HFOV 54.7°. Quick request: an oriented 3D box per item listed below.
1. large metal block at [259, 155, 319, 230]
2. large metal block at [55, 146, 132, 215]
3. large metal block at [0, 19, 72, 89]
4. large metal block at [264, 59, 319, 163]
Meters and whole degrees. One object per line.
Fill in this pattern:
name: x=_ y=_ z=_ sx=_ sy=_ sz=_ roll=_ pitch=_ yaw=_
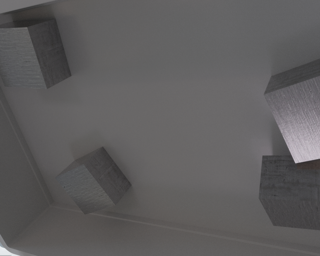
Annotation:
large metal block: x=0.158 y=0.071 z=0.333 sx=0.080 sy=0.050 sz=0.080 roll=-4 pitch=143 yaw=30
large metal block: x=-0.108 y=0.087 z=0.503 sx=0.080 sy=0.050 sz=0.080 roll=-26 pitch=105 yaw=37
large metal block: x=-0.179 y=-0.102 z=0.424 sx=0.080 sy=0.050 sz=0.079 roll=6 pitch=121 yaw=25
large metal block: x=0.158 y=-0.020 z=0.297 sx=0.080 sy=0.050 sz=0.080 roll=-19 pitch=108 yaw=35
